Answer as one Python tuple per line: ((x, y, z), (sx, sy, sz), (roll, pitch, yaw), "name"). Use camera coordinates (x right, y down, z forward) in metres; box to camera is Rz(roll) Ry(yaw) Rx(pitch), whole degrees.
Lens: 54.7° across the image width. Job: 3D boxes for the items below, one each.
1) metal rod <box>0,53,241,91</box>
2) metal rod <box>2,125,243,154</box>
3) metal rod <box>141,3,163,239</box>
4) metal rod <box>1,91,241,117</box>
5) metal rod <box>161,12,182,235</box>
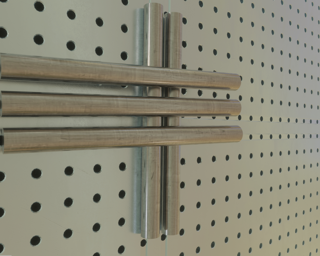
((-0.020, -0.062, 0.367), (0.303, 0.025, 0.025), (-2, 92, -32), "metal rod")
((-0.018, 0.010, 0.368), (0.303, 0.025, 0.025), (-1, 91, -32), "metal rod")
((-0.010, -0.010, 0.403), (0.025, 0.025, 0.298), (1, 89, -40), "metal rod")
((-0.020, -0.026, 0.368), (0.303, 0.025, 0.025), (-2, 91, -32), "metal rod")
((0.016, -0.006, 0.425), (0.025, 0.025, 0.298), (1, 89, -40), "metal rod")
